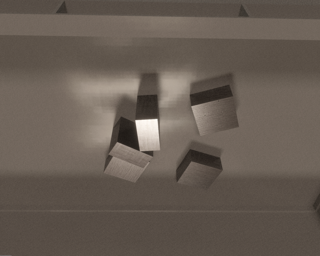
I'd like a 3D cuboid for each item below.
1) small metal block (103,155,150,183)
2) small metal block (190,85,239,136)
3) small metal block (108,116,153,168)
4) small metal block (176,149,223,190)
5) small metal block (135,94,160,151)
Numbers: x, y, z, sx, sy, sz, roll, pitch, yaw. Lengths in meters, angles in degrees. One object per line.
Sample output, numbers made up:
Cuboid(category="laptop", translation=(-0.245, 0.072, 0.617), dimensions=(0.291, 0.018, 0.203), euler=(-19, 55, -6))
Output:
Cuboid(category="small metal block", translation=(-0.048, 0.048, 0.450), dimensions=(0.050, 0.025, 0.050), euler=(21, 127, -18))
Cuboid(category="small metal block", translation=(0.069, -0.022, 0.392), dimensions=(0.050, 0.025, 0.050), euler=(-14, 129, 11))
Cuboid(category="small metal block", translation=(-0.037, 0.019, 0.408), dimensions=(0.050, 0.050, 0.025), euler=(25, 126, -20))
Cuboid(category="small metal block", translation=(0.058, 0.063, 0.464), dimensions=(0.050, 0.025, 0.050), euler=(17, 128, -15))
Cuboid(category="small metal block", translation=(-0.014, -0.007, 0.387), dimensions=(0.025, 0.050, 0.050), euler=(-3, 130, 2))
